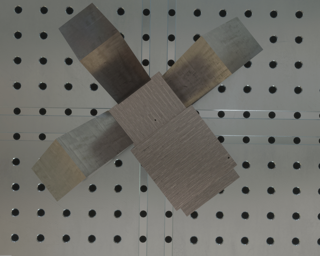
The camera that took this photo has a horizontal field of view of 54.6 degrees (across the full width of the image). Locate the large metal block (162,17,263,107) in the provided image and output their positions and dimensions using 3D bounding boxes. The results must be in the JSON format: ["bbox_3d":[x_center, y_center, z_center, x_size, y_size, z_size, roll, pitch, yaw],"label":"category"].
[{"bbox_3d":[0.062,-0.077,0.371,0.050,0.080,0.080,52,50,0],"label":"large metal block"}]

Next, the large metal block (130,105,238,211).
[{"bbox_3d":[0.025,0.031,0.350,0.080,0.050,0.080,-37,91,-1],"label":"large metal block"}]

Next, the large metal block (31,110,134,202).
[{"bbox_3d":[-0.092,0.033,0.370,0.050,0.080,0.080,52,132,1],"label":"large metal block"}]

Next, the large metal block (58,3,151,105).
[{"bbox_3d":[-0.065,-0.088,0.370,0.050,0.080,0.080,-38,51,0],"label":"large metal block"}]

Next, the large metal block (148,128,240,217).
[{"bbox_3d":[0.041,0.052,0.400,0.080,0.050,0.080,-37,89,-1],"label":"large metal block"}]

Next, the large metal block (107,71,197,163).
[{"bbox_3d":[-0.008,-0.013,0.401,0.080,0.050,0.080,-38,90,0],"label":"large metal block"}]
